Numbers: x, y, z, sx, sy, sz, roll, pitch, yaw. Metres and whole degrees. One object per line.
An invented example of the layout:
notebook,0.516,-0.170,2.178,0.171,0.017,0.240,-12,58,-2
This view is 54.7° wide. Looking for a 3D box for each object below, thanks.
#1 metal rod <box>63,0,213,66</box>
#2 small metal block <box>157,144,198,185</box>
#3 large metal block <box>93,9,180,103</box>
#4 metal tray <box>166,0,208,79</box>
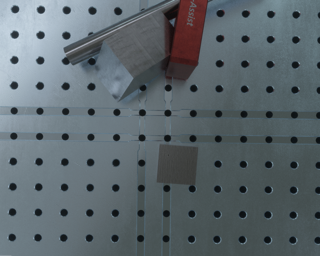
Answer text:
metal rod,0.021,-0.153,0.388,0.301,0.025,0.025,-24,90,3
small metal block,0.023,0.048,0.414,0.050,0.025,0.050,4,90,-1
large metal block,-0.027,-0.084,0.373,0.080,0.080,0.050,-38,91,-24
metal tray,0.035,-0.132,0.378,0.030,0.090,0.129,9,88,-2
